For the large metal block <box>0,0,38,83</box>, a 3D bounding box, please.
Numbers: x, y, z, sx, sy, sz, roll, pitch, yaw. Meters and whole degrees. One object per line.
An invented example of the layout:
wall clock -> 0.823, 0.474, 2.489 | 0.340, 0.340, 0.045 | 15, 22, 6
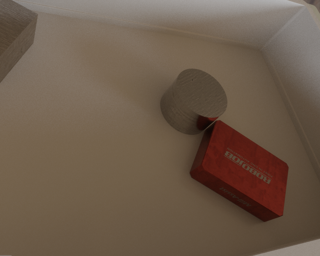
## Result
large metal block -> -0.199, -0.109, 0.349 | 0.080, 0.050, 0.080 | 27, 52, -12

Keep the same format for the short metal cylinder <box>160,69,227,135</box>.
short metal cylinder -> 0.047, -0.037, 0.440 | 0.081, 0.050, 0.080 | 14, 56, -21

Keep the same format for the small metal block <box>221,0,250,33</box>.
small metal block -> 0.155, -0.231, 0.635 | 0.050, 0.025, 0.050 | 18, 55, -18

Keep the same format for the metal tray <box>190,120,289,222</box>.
metal tray -> 0.114, 0.058, 0.430 | 0.130, 0.030, 0.090 | 32, 51, -8
